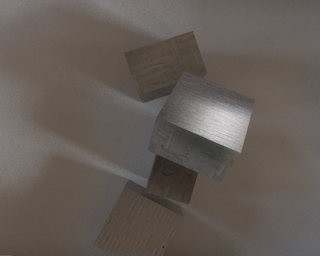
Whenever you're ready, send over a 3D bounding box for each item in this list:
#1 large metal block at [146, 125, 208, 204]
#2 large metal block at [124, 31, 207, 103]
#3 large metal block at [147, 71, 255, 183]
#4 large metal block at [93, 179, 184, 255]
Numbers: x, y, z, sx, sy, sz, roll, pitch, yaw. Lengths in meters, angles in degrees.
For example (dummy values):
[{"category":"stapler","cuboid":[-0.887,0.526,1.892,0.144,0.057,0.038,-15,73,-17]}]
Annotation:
[{"category":"large metal block","cuboid":[0.019,0.040,0.384,0.050,0.080,0.080,16,90,-1]},{"category":"large metal block","cuboid":[0.007,-0.071,0.383,0.080,0.080,0.050,-18,88,0]},{"category":"large metal block","cuboid":[0.043,-0.004,0.319,0.080,0.050,0.080,24,47,6]},{"category":"large metal block","cuboid":[-0.026,0.124,0.399,0.080,0.050,0.080,28,90,-1]}]
